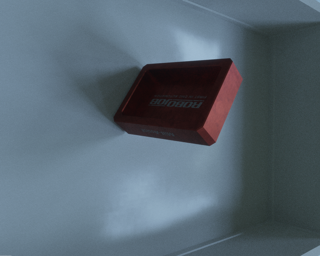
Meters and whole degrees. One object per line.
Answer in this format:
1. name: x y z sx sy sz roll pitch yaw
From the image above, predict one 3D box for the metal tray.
1. metal tray: 0.016 -0.032 0.352 0.030 0.130 0.090 46 62 -40
